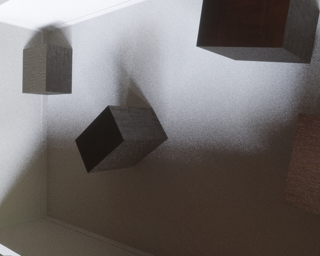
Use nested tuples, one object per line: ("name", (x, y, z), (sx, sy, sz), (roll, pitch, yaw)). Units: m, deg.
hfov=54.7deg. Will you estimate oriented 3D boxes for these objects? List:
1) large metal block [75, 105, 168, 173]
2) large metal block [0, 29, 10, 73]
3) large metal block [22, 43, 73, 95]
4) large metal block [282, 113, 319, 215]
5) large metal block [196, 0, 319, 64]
("large metal block", (-0.051, 0.015, 0.413), (0.080, 0.081, 0.050), (-41, 66, 32))
("large metal block", (-0.403, -0.185, 0.727), (0.080, 0.050, 0.080), (-52, 60, 27))
("large metal block", (-0.204, -0.102, 0.559), (0.080, 0.050, 0.079), (3, 92, 40))
("large metal block", (0.158, 0.033, 0.260), (0.080, 0.050, 0.079), (13, 98, 39))
("large metal block", (0.094, -0.094, 0.294), (0.080, 0.081, 0.050), (13, 99, 39))
